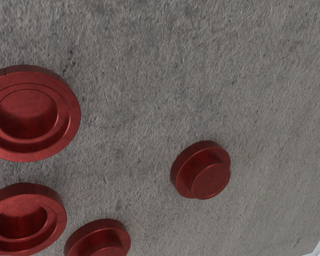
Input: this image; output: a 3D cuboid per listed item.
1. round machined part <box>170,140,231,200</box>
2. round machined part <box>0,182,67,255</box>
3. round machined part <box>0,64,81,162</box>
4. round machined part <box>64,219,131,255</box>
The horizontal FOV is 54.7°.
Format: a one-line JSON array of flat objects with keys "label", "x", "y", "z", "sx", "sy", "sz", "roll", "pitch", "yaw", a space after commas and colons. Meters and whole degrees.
[{"label": "round machined part", "x": 0.069, "y": 0.071, "z": 0.477, "sx": 0.099, "sy": 0.042, "sz": 0.097, "roll": -14, "pitch": 124, "yaw": -21}, {"label": "round machined part", "x": -0.165, "y": 0.105, "z": 0.370, "sx": 0.099, "sy": 0.042, "sz": 0.097, "roll": -14, "pitch": 124, "yaw": -21}, {"label": "round machined part", "x": -0.134, "y": -0.017, "z": 0.312, "sx": 0.099, "sy": 0.042, "sz": 0.097, "roll": -14, "pitch": 124, "yaw": -21}, {"label": "round machined part", "x": -0.089, "y": 0.187, "z": 0.463, "sx": 0.099, "sy": 0.042, "sz": 0.097, "roll": -14, "pitch": 124, "yaw": -21}]
